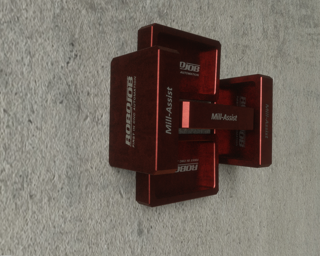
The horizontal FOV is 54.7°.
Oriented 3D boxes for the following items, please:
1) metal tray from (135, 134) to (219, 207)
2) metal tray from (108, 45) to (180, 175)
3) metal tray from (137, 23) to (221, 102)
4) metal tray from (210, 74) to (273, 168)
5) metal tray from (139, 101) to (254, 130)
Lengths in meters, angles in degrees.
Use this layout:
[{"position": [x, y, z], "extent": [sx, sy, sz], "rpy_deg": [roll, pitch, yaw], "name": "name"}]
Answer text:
[{"position": [0.028, 0.053, 0.428], "extent": [0.131, 0.030, 0.089], "rpy_deg": [1, 89, -40], "name": "metal tray"}, {"position": [-0.020, -0.018, 0.347], "extent": [0.030, 0.090, 0.129], "rpy_deg": [2, 90, -41], "name": "metal tray"}, {"position": [0.030, -0.084, 0.427], "extent": [0.131, 0.030, 0.089], "rpy_deg": [0, 93, -40], "name": "metal tray"}, {"position": [0.119, -0.010, 0.463], "extent": [0.030, 0.090, 0.129], "rpy_deg": [2, 89, -40], "name": "metal tray"}, {"position": [0.049, -0.014, 0.406], "extent": [0.131, 0.090, 0.030], "rpy_deg": [1, 91, -40], "name": "metal tray"}]
